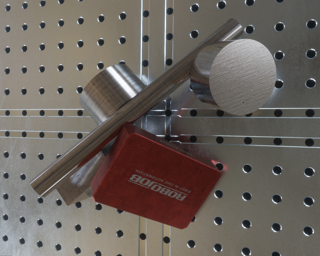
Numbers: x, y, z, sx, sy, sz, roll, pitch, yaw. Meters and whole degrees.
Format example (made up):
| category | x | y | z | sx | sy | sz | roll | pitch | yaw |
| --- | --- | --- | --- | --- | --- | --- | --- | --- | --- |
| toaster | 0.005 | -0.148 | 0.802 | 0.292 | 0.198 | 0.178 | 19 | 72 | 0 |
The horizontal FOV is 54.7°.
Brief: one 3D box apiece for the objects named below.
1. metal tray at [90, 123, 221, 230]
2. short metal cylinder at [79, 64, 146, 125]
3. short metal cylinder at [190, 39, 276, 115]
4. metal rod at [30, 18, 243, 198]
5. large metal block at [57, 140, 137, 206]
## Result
| category | x | y | z | sx | sy | sz | roll | pitch | yaw |
| --- | --- | --- | --- | --- | --- | --- | --- | --- | --- |
| metal tray | -0.003 | 0.061 | 0.368 | 0.131 | 0.030 | 0.090 | 26 | 101 | -25 |
| short metal cylinder | -0.055 | -0.036 | 0.402 | 0.080 | 0.080 | 0.050 | -45 | 76 | 14 |
| short metal cylinder | 0.081 | -0.058 | 0.349 | 0.081 | 0.050 | 0.079 | -4 | 104 | -17 |
| metal rod | -0.021 | -0.028 | 0.362 | 0.301 | 0.025 | 0.025 | -40 | 77 | -7 |
| large metal block | -0.085 | 0.051 | 0.412 | 0.080 | 0.080 | 0.050 | -41 | 77 | 15 |
